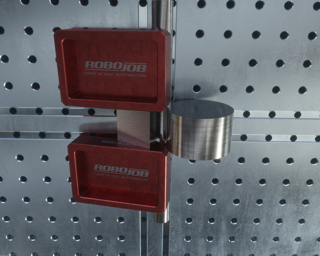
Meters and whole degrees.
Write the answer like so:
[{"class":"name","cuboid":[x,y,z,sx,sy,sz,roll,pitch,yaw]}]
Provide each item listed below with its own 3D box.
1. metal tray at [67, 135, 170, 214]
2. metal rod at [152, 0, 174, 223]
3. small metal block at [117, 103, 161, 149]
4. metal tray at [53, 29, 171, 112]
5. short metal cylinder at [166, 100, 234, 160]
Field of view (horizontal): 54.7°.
[{"class":"metal tray","cuboid":[-0.053,0.061,0.414,0.131,0.030,0.089,5,111,11]},{"class":"metal rod","cuboid":[0.002,-0.007,0.406,0.025,0.025,0.298,0,110,0]},{"class":"small metal block","cuboid":[-0.027,-0.006,0.396,0.050,0.025,0.050,13,113,29]},{"class":"metal tray","cuboid":[-0.054,-0.069,0.366,0.131,0.030,0.089,4,111,11]},{"class":"short metal cylinder","cuboid":[0.048,0.000,0.381,0.081,0.080,0.050,0,110,0]}]
